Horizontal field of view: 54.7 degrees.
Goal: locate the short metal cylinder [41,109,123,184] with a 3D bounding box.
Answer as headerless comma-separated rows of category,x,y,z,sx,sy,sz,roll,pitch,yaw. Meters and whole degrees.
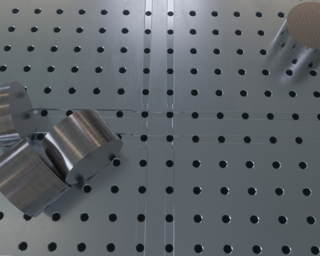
short metal cylinder,-0.092,0.023,0.373,0.080,0.080,0.050,-37,74,-12

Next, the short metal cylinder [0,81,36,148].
short metal cylinder,-0.196,-0.015,0.386,0.050,0.080,0.080,-11,71,-4

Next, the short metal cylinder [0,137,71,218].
short metal cylinder,-0.150,0.057,0.361,0.050,0.080,0.080,-41,75,-13

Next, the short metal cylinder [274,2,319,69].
short metal cylinder,0.214,-0.133,0.448,0.081,0.050,0.080,0,70,0
